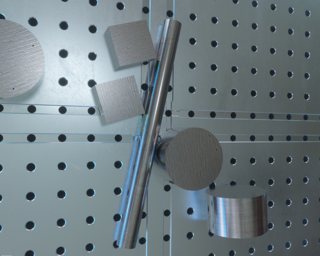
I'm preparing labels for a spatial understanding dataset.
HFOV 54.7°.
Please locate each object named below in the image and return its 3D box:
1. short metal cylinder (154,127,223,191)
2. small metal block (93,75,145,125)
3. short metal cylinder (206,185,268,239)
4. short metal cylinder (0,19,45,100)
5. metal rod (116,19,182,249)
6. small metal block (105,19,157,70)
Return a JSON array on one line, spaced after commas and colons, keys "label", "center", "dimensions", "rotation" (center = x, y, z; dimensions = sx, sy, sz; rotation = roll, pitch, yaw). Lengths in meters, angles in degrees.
[{"label": "short metal cylinder", "center": [0.036, 0.039, 0.412], "dimensions": [0.081, 0.050, 0.080], "rotation": [0, 90, -20]}, {"label": "small metal block", "center": [-0.053, -0.035, 0.393], "dimensions": [0.050, 0.025, 0.050], "rotation": [-18, 96, -19]}, {"label": "short metal cylinder", "center": [0.104, 0.110, 0.422], "dimensions": [0.081, 0.080, 0.050], "rotation": [-4, 92, -20]}, {"label": "short metal cylinder", "center": [-0.168, -0.071, 0.337], "dimensions": [0.081, 0.050, 0.080], "rotation": [0, 90, -20]}, {"label": "metal rod", "center": [-0.013, 0.004, 0.407], "dimensions": [0.025, 0.025, 0.298], "rotation": [13, 86, -20]}, {"label": "small metal block", "center": [-0.037, -0.107, 0.398], "dimensions": [0.050, 0.025, 0.050], "rotation": [-18, 96, -19]}]
